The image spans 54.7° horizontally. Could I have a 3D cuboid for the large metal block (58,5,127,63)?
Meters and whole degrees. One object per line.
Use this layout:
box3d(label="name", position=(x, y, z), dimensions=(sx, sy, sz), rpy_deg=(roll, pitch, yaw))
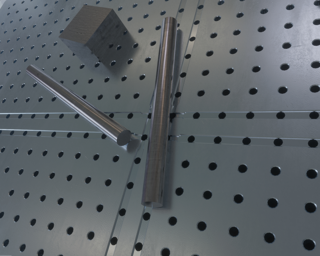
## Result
box3d(label="large metal block", position=(-0.121, -0.172, 0.561), dimensions=(0.080, 0.050, 0.080), rpy_deg=(23, 74, 36))

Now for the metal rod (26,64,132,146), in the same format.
box3d(label="metal rod", position=(-0.150, -0.050, 0.516), dimensions=(0.300, 0.025, 0.025), rpy_deg=(32, 80, 38))

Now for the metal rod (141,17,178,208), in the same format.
box3d(label="metal rod", position=(0.003, -0.041, 0.431), dimensions=(0.025, 0.025, 0.299), rpy_deg=(-9, 58, 24))
